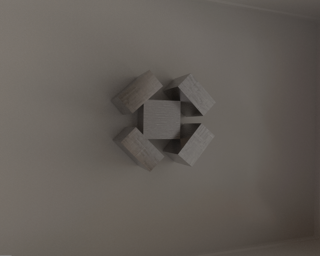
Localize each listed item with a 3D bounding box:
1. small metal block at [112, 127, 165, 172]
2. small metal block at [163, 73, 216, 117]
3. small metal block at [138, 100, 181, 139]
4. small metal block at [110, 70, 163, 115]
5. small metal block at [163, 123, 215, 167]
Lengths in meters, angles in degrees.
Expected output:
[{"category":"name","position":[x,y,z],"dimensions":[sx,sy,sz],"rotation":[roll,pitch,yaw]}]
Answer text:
[{"category":"small metal block","position":[-0.028,0.025,0.385],"dimensions":[0.025,0.050,0.050],"rotation":[-46,104,-13]},{"category":"small metal block","position":[0.037,-0.042,0.408],"dimensions":[0.025,0.050,0.050],"rotation":[-47,106,-15]},{"category":"small metal block","position":[-0.001,-0.011,0.408],"dimensions":[0.050,0.025,0.050],"rotation":[1,90,-20]},{"category":"small metal block","position":[-0.030,-0.043,0.384],"dimensions":[0.050,0.050,0.025],"rotation":[-43,103,-14]},{"category":"small metal block","position":[0.037,0.021,0.408],"dimensions":[0.025,0.050,0.050],"rotation":[42,76,-16]}]
